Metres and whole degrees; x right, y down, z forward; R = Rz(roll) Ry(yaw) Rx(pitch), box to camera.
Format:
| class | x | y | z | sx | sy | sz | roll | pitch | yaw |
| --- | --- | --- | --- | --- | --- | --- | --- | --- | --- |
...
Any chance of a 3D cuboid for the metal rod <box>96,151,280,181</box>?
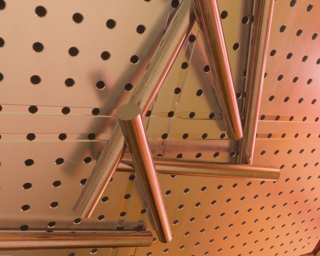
| class | x | y | z | sx | sy | sz | roll | pitch | yaw |
| --- | --- | --- | --- | --- | --- | --- | --- | --- | --- |
| metal rod | 0.057 | 0.059 | 0.458 | 0.302 | 0.025 | 0.025 | 7 | 115 | -25 |

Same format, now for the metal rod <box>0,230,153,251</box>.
| class | x | y | z | sx | sy | sz | roll | pitch | yaw |
| --- | --- | --- | --- | --- | --- | --- | --- | --- | --- |
| metal rod | -0.141 | 0.154 | 0.429 | 0.302 | 0.025 | 0.025 | 13 | 112 | -34 |

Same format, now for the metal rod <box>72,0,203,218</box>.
| class | x | y | z | sx | sy | sz | roll | pitch | yaw |
| --- | --- | --- | --- | --- | --- | --- | --- | --- | --- |
| metal rod | -0.024 | -0.027 | 0.360 | 0.025 | 0.025 | 0.299 | 23 | 100 | -37 |

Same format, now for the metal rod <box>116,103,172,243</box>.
| class | x | y | z | sx | sy | sz | roll | pitch | yaw |
| --- | --- | --- | --- | --- | --- | --- | --- | --- | --- |
| metal rod | -0.012 | 0.084 | 0.422 | 0.025 | 0.025 | 0.299 | -25 | 138 | -13 |

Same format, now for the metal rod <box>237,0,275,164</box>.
| class | x | y | z | sx | sy | sz | roll | pitch | yaw |
| --- | --- | --- | --- | --- | --- | --- | --- | --- | --- |
| metal rod | 0.136 | -0.043 | 0.457 | 0.025 | 0.025 | 0.298 | -17 | 125 | -19 |

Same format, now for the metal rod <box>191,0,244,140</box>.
| class | x | y | z | sx | sy | sz | roll | pitch | yaw |
| --- | --- | --- | --- | --- | --- | --- | --- | --- | --- |
| metal rod | 0.069 | -0.083 | 0.371 | 0.025 | 0.025 | 0.299 | -34 | 137 | -6 |
